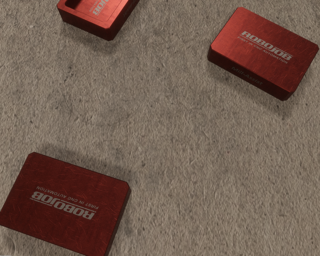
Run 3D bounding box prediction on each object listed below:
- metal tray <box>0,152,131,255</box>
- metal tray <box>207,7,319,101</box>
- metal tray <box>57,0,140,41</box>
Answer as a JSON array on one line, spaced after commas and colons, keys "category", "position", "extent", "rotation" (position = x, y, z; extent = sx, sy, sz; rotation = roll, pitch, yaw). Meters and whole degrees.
[{"category": "metal tray", "position": [-0.111, 0.091, 0.371], "extent": [0.131, 0.030, 0.090], "rotation": [17, 71, 5]}, {"category": "metal tray", "position": [0.147, -0.109, 0.447], "extent": [0.130, 0.030, 0.090], "rotation": [32, 73, 10]}, {"category": "metal tray", "position": [-0.084, -0.207, 0.479], "extent": [0.090, 0.030, 0.130], "rotation": [26, 72, 8]}]
